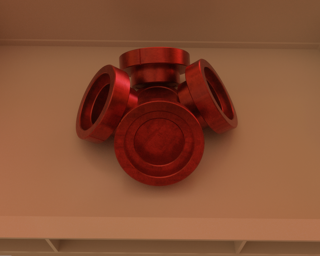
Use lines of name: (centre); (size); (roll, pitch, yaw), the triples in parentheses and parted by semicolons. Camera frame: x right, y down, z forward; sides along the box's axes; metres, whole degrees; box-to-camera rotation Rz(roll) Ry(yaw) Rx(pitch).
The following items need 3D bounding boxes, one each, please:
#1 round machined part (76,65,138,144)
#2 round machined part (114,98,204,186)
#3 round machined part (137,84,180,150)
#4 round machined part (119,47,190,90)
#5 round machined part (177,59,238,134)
round machined part: (-0.064, -0.026, 0.389); (0.042, 0.098, 0.098); (22, 41, -32)
round machined part: (-0.001, 0.013, 0.356); (0.099, 0.097, 0.042); (-1, 14, -1)
round machined part: (-0.003, -0.021, 0.409); (0.099, 0.042, 0.098); (0, 50, 0)
round machined part: (-0.007, -0.078, 0.433); (0.099, 0.098, 0.042); (-3, 88, -3)
round machined part: (0.058, -0.036, 0.400); (0.042, 0.098, 0.098); (-27, 45, 25)
